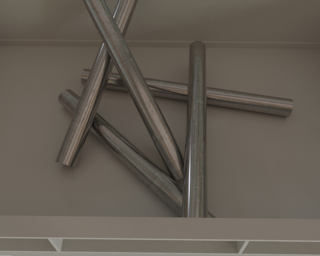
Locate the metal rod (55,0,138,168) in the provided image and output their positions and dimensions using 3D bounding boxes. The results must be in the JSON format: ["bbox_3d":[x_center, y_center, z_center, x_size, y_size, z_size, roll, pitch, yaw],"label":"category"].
[{"bbox_3d":[-0.069,-0.094,0.405,0.025,0.025,0.299,15,76,12],"label":"metal rod"}]

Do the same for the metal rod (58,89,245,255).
[{"bbox_3d":[-0.029,0.039,0.372,0.025,0.025,0.300,-37,59,-26],"label":"metal rod"}]

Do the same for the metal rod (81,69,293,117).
[{"bbox_3d":[0.033,-0.052,0.448,0.301,0.025,0.025,10,51,8],"label":"metal rod"}]

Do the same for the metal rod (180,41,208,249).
[{"bbox_3d":[0.044,-0.009,0.378,0.025,0.025,0.300,4,50,3],"label":"metal rod"}]

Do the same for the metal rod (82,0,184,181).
[{"bbox_3d":[-0.040,-0.075,0.379,0.025,0.025,0.299,-24,82,-19],"label":"metal rod"}]
